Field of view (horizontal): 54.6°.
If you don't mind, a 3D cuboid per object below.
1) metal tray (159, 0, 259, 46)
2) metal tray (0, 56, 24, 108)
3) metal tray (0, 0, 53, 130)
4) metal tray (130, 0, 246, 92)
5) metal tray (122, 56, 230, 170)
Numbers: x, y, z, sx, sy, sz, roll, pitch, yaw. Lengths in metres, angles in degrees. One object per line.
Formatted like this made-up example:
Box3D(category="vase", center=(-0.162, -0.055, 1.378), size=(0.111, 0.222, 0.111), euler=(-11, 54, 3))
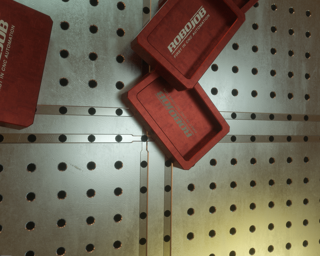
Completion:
Box3D(category="metal tray", center=(0.074, -0.183, 0.436), size=(0.130, 0.030, 0.090), euler=(-45, 104, -15))
Box3D(category="metal tray", center=(-0.226, -0.061, 0.326), size=(0.131, 0.030, 0.090), euler=(28, 81, -18))
Box3D(category="metal tray", center=(-0.171, -0.070, 0.321), size=(0.091, 0.030, 0.130), euler=(15, 74, -37))
Box3D(category="metal tray", center=(0.038, -0.122, 0.390), size=(0.090, 0.030, 0.130), euler=(41, 77, -16))
Box3D(category="metal tray", center=(0.023, -0.020, 0.418), size=(0.090, 0.030, 0.130), euler=(-41, 103, -15))
